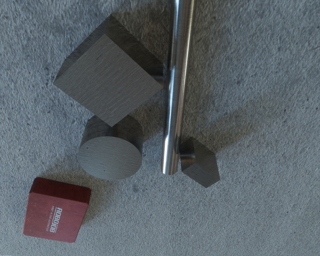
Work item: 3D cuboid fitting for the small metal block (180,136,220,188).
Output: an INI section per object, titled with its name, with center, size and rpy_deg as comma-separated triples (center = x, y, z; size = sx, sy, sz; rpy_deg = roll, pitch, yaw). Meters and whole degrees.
[small metal block]
center = 0.055, 0.048, 0.433
size = 0.050, 0.050, 0.025
rpy_deg = 37, 121, -27

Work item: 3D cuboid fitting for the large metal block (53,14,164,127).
[large metal block]
center = -0.053, -0.060, 0.339
size = 0.080, 0.050, 0.080
rpy_deg = -35, 122, 26

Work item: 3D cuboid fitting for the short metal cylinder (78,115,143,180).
[short metal cylinder]
center = -0.063, 0.024, 0.410
size = 0.081, 0.050, 0.079
rpy_deg = 0, 130, 0

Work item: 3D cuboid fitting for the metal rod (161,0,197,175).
[metal rod]
center = 0.020, -0.053, 0.362
size = 0.025, 0.025, 0.298
rpy_deg = 1, 130, -2

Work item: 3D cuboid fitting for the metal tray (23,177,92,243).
[metal tray]
center = -0.175, 0.143, 0.523
size = 0.091, 0.030, 0.129
rpy_deg = 15, 128, -14
